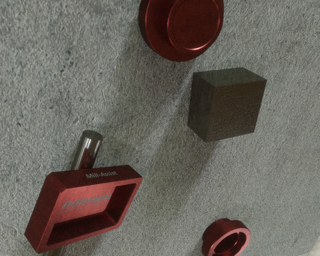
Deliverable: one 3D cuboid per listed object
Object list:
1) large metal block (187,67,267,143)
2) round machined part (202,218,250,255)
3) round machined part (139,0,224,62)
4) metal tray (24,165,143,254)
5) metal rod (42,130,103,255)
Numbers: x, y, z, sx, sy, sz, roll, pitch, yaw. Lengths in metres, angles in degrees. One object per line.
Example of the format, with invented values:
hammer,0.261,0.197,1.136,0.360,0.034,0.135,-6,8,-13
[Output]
large metal block,0.088,-0.033,0.421,0.081,0.050,0.079,-10,123,-23
round machined part,0.122,0.214,0.598,0.099,0.042,0.097,-14,125,-21
round machined part,0.030,-0.119,0.340,0.099,0.042,0.097,-14,125,-21
metal tray,-0.089,0.095,0.384,0.131,0.030,0.089,3,117,-53
metal rod,-0.134,0.138,0.419,0.025,0.025,0.298,10,114,-33
